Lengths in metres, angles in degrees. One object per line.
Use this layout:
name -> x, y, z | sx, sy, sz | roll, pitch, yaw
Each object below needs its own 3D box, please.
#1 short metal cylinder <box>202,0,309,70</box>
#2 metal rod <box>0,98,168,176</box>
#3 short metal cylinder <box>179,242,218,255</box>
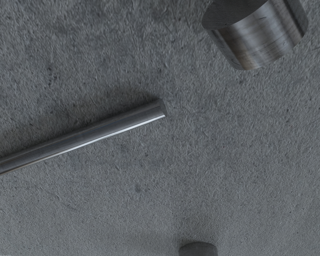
short metal cylinder -> 0.086, -0.100, 0.287 | 0.080, 0.080, 0.050 | -31, 124, 23
metal rod -> -0.133, 0.022, 0.424 | 0.301, 0.025, 0.025 | -19, 128, 15
short metal cylinder -> 0.079, 0.274, 0.625 | 0.081, 0.050, 0.079 | 0, 130, 0
